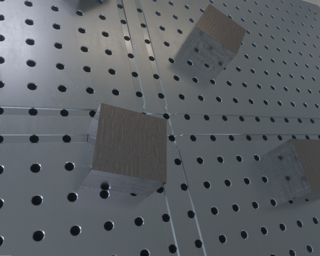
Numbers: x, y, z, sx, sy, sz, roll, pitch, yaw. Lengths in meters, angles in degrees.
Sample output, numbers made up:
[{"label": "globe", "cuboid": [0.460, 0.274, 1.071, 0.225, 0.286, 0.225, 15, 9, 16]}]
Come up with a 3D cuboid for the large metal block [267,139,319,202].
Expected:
[{"label": "large metal block", "cuboid": [0.224, 0.064, 0.473, 0.081, 0.050, 0.080, 3, 61, -27]}]

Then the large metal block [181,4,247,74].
[{"label": "large metal block", "cuboid": [0.094, -0.155, 0.536, 0.080, 0.050, 0.080, 33, 51, -7]}]

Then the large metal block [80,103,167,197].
[{"label": "large metal block", "cuboid": [-0.039, 0.027, 0.354, 0.081, 0.050, 0.080, 14, 56, -21]}]
